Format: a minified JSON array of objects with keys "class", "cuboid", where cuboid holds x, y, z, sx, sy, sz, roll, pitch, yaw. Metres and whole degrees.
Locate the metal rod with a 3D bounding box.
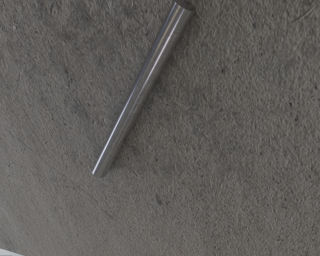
[{"class":"metal rod","cuboid":[-0.036,-0.028,0.409,0.025,0.025,0.298,36,129,4]}]
